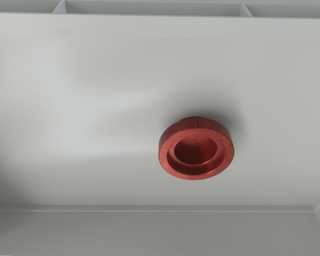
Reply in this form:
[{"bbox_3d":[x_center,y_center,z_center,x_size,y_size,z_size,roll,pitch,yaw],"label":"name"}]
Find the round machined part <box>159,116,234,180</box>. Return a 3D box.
[{"bbox_3d":[0.047,0.023,0.418,0.099,0.042,0.097,-1,130,0],"label":"round machined part"}]
